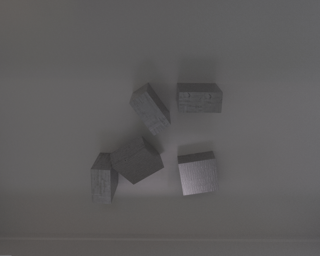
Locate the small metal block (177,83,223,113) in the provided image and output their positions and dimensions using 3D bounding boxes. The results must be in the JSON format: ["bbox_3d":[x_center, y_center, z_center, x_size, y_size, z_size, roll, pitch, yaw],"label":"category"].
[{"bbox_3d":[0.047,-0.038,0.384,0.050,0.050,0.025,1,110,0],"label":"small metal block"}]

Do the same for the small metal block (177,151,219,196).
[{"bbox_3d":[0.054,0.063,0.435,0.050,0.025,0.050,-9,110,3],"label":"small metal block"}]

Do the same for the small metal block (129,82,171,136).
[{"bbox_3d":[-0.011,-0.025,0.389,0.025,0.050,0.050,-33,107,11],"label":"small metal block"}]

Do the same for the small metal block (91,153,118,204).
[{"bbox_3d":[-0.074,0.067,0.421,0.025,0.050,0.050,3,110,2],"label":"small metal block"}]

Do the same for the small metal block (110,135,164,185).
[{"bbox_3d":[-0.030,0.044,0.417,0.050,0.025,0.050,-31,133,10],"label":"small metal block"}]
